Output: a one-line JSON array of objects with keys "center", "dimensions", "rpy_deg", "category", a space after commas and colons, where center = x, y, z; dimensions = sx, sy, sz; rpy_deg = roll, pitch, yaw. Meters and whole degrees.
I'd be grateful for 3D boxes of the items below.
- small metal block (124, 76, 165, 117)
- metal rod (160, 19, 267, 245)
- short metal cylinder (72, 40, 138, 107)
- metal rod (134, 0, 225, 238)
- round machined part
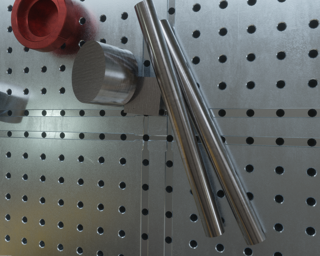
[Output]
[{"center": [-0.019, -0.043, 0.419], "dimensions": [0.050, 0.025, 0.050], "rpy_deg": [7, 92, 19], "category": "small metal block"}, {"center": [0.057, -0.001, 0.392], "dimensions": [0.025, 0.025, 0.299], "rpy_deg": [-26, 82, 18], "category": "metal rod"}, {"center": [-0.074, -0.070, 0.409], "dimensions": [0.080, 0.050, 0.080], "rpy_deg": [-4, 84, 45], "category": "short metal cylinder"}, {"center": [0.025, -0.011, 0.387], "dimensions": [0.025, 0.025, 0.298], "rpy_deg": [-17, 91, 19], "category": "metal rod"}, {"center": [-0.168, -0.162, 0.463], "dimensions": [0.098, 0.042, 0.097], "rpy_deg": [0, 90, 20], "category": "round machined part"}]
